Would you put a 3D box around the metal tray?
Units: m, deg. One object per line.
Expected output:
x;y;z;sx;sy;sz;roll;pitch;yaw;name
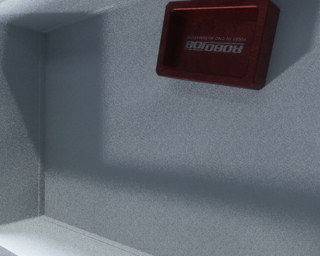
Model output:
0.059;-0.096;0.353;0.130;0.030;0.089;15;100;38;metal tray
